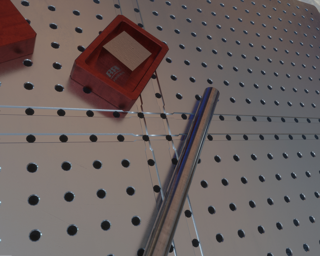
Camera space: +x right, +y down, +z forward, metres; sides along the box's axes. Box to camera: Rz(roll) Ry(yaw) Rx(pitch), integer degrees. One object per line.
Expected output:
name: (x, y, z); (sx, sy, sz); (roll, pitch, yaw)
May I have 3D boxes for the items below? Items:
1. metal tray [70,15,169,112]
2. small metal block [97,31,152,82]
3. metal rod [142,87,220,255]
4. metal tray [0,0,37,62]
metal tray: (-0.052, -0.095, 0.436); (0.090, 0.030, 0.130); (33, 51, -7)
small metal block: (-0.048, -0.099, 0.427); (0.050, 0.025, 0.050); (40, 51, -2)
metal rod: (0.032, 0.053, 0.394); (0.025, 0.025, 0.301); (31, 51, -9)
metal tray: (-0.223, -0.135, 0.367); (0.091, 0.030, 0.130); (-33, 81, -38)
